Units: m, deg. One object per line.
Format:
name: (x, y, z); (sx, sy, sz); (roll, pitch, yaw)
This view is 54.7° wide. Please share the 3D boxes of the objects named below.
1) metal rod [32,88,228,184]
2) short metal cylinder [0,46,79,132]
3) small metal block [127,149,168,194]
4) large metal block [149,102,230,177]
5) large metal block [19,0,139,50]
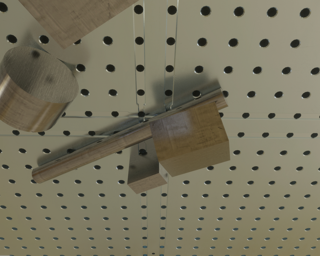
metal rod: (-0.053, 0.017, 0.425); (0.300, 0.025, 0.025); (-23, 127, 17)
short metal cylinder: (-0.138, -0.042, 0.338); (0.080, 0.080, 0.050); (31, 123, -24)
small metal block: (-0.017, 0.061, 0.447); (0.050, 0.050, 0.025); (-22, 127, 17)
large metal block: (0.040, 0.018, 0.386); (0.080, 0.050, 0.080); (-17, 156, 6)
large metal block: (-0.062, -0.125, 0.268); (0.080, 0.080, 0.050); (-26, 126, 20)
